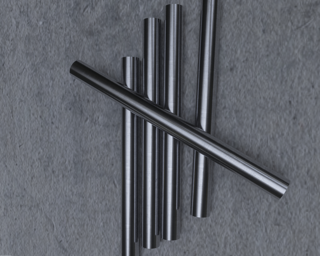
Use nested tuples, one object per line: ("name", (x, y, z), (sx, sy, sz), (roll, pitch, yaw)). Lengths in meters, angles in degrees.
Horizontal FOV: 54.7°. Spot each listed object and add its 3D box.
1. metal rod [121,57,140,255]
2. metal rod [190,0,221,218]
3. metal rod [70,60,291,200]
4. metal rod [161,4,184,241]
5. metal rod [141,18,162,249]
("metal rod", (-0.041, 0.055, 0.422), (0.025, 0.025, 0.298), (0, 90, 19))
("metal rod", (0.058, -0.040, 0.388), (0.025, 0.025, 0.298), (3, 91, 19))
("metal rod", (0.010, -0.007, 0.376), (0.301, 0.025, 0.025), (31, 100, 17))
("metal rod", (0.016, -0.007, 0.402), (0.025, 0.025, 0.298), (1, 90, 19))
("metal rod", (-0.011, 0.007, 0.412), (0.025, 0.025, 0.298), (0, 90, 19))
